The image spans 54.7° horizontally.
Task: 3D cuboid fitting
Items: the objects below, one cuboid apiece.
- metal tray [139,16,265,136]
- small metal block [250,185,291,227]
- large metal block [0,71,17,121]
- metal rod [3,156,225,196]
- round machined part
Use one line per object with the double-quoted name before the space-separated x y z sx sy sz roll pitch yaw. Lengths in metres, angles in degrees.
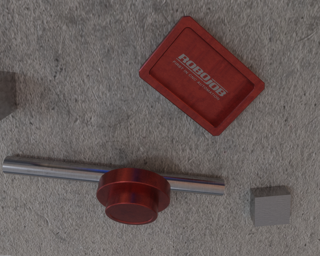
"metal tray" 0.051 -0.062 0.384 0.130 0.030 0.090 38 106 -13
"small metal block" 0.161 0.114 0.454 0.050 0.025 0.050 -5 110 2
"large metal block" -0.227 -0.038 0.364 0.081 0.080 0.050 5 110 -2
"metal rod" -0.061 0.068 0.434 0.302 0.025 0.025 7 110 -3
"round machined part" -0.036 0.097 0.413 0.099 0.042 0.097 2 141 2
